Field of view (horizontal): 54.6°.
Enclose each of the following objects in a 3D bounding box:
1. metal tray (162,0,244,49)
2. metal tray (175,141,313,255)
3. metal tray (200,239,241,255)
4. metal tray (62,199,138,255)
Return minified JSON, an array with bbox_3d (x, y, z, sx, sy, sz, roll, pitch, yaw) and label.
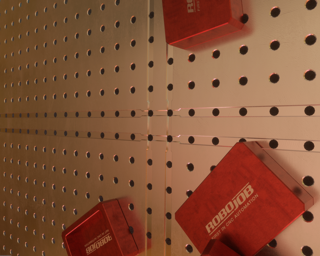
[{"bbox_3d":[0.045,-0.171,0.370,0.090,0.030,0.129,-9,84,39],"label":"metal tray"},{"bbox_3d":[0.084,0.089,0.338,0.090,0.030,0.129,50,119,28],"label":"metal tray"},{"bbox_3d":[0.084,0.186,0.309,0.130,0.030,0.089,32,114,17],"label":"metal tray"},{"bbox_3d":[-0.100,0.181,0.489,0.129,0.030,0.090,-41,65,32],"label":"metal tray"}]
